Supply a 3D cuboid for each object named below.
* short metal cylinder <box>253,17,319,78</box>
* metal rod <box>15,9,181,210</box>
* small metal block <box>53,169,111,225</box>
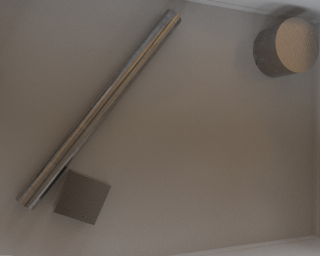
[{"bbox_3d":[0.190,-0.120,0.469,0.081,0.050,0.079,0,90,-21],"label":"short metal cylinder"},{"bbox_3d":[-0.068,-0.032,0.385,0.025,0.025,0.300,40,77,-16],"label":"metal rod"},{"bbox_3d":[-0.095,0.083,0.376,0.050,0.025,0.050,26,81,-19],"label":"small metal block"}]
